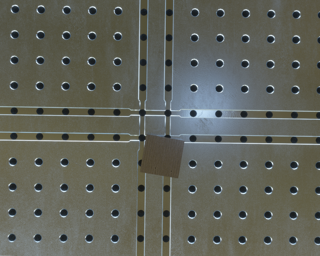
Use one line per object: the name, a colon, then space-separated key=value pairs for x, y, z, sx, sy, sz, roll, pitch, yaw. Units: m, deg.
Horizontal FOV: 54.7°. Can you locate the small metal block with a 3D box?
small metal block: x=0.003 y=0.037 z=0.414 sx=0.050 sy=0.025 sz=0.050 roll=10 pitch=90 yaw=-1
